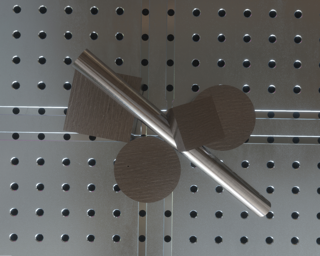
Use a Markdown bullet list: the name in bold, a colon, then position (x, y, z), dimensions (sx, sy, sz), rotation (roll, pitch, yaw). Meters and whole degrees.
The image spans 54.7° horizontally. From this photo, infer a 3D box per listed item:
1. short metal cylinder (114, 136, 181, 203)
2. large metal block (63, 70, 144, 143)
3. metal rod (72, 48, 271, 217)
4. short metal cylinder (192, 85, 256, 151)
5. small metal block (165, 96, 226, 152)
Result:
- **short metal cylinder**: position (-0.015, 0.050, 0.397), dimensions (0.081, 0.050, 0.079), rotation (0, 90, 0)
- **large metal block**: position (-0.068, -0.029, 0.395), dimensions (0.080, 0.050, 0.080), rotation (11, 90, 0)
- **metal rod**: position (0.025, 0.015, 0.375), dimensions (0.301, 0.025, 0.025), rotation (39, 90, -14)
- **short metal cylinder**: position (0.075, -0.013, 0.398), dimensions (0.081, 0.050, 0.079), rotation (0, 90, 0)
- **small metal block**: position (0.040, -0.004, 0.353), dimensions (0.050, 0.025, 0.050), rotation (-18, 90, -18)
